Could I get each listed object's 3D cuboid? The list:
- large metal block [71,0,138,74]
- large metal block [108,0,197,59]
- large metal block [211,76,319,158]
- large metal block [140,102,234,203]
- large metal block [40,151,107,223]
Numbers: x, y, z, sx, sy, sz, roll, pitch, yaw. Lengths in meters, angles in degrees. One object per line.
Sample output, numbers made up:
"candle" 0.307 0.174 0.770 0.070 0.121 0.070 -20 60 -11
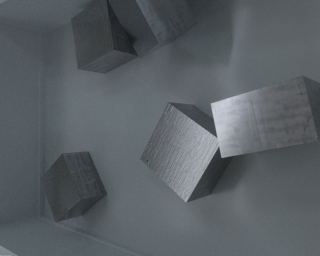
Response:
"large metal block" -0.081 -0.133 0.455 0.080 0.050 0.080 -15 80 38
"large metal block" -0.012 -0.135 0.357 0.080 0.050 0.080 61 165 -9
"large metal block" 0.106 -0.007 0.283 0.080 0.081 0.050 -16 80 38
"large metal block" 0.035 0.026 0.360 0.080 0.050 0.079 39 114 32
"large metal block" -0.143 0.095 0.505 0.080 0.050 0.080 -43 65 31
